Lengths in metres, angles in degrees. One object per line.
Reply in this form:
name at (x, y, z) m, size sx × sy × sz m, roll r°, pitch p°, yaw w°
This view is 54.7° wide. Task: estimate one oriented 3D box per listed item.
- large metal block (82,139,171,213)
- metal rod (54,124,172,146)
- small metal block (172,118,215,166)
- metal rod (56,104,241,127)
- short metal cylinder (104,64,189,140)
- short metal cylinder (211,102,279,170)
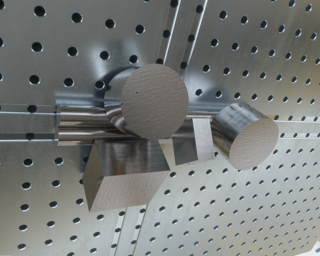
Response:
large metal block at (-0.045, 0.058, 0.384) m, size 0.081 × 0.050 × 0.079 m, roll -1°, pitch 139°, yaw -28°
metal rod at (0.016, 0.009, 0.421) m, size 0.303 × 0.025 × 0.025 m, roll 0°, pitch 118°, yaw -29°
small metal block at (0.040, 0.019, 0.388) m, size 0.025 × 0.050 × 0.050 m, roll 1°, pitch 76°, yaw -29°
metal rod at (0.022, -0.013, 0.411) m, size 0.303 × 0.025 × 0.025 m, roll 0°, pitch 118°, yaw -29°
short metal cylinder at (-0.015, -0.029, 0.346) m, size 0.081 × 0.050 × 0.079 m, roll -3°, pitch 96°, yaw -29°
short metal cylinder at (0.114, 0.011, 0.428) m, size 0.081 × 0.050 × 0.079 m, roll -14°, pitch 124°, yaw -21°
